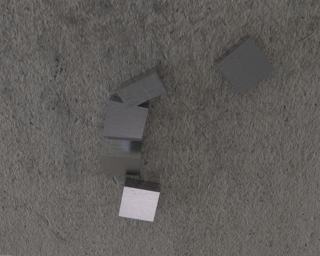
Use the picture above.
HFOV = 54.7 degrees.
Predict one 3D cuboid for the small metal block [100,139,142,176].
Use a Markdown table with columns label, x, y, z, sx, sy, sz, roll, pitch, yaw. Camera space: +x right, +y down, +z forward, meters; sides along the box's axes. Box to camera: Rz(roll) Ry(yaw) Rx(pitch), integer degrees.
| label | x | y | z | sx | sy | sz | roll | pitch | yaw |
| --- | --- | --- | --- | --- | --- | --- | --- | --- | --- |
| small metal block | -0.050 | 0.040 | 0.411 | 0.050 | 0.025 | 0.050 | 4 | 146 | -2 |

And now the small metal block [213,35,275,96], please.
| label | x | y | z | sx | sy | sz | roll | pitch | yaw |
| --- | --- | --- | --- | --- | --- | --- | --- | --- | --- |
| small metal block | 0.103 | -0.077 | 0.382 | 0.050 | 0.025 | 0.050 | -39 | 106 | 13 |

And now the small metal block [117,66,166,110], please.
| label | x | y | z | sx | sy | sz | roll | pitch | yaw |
| --- | --- | --- | --- | --- | --- | --- | --- | --- | --- |
| small metal block | -0.021 | -0.050 | 0.378 | 0.050 | 0.050 | 0.025 | -25 | 108 | 8 |

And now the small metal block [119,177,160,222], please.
| label | x | y | z | sx | sy | sz | roll | pitch | yaw |
| --- | --- | --- | --- | --- | --- | --- | --- | --- | --- |
| small metal block | -0.030 | 0.103 | 0.448 | 0.050 | 0.025 | 0.050 | 11 | 110 | -4 |

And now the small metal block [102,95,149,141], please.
| label | x | y | z | sx | sy | sz | roll | pitch | yaw |
| --- | --- | --- | --- | --- | --- | --- | --- | --- | --- |
| small metal block | -0.044 | -0.011 | 0.405 | 0.050 | 0.025 | 0.050 | 12 | 110 | -5 |
